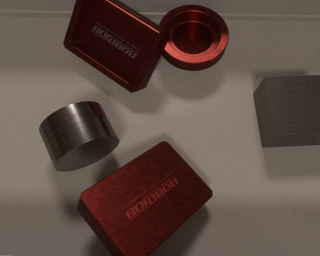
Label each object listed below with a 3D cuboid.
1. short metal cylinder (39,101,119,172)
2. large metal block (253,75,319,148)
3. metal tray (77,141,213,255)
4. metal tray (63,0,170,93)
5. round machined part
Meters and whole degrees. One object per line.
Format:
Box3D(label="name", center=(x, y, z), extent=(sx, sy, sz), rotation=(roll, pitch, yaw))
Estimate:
Box3D(label="short metal cylinder", center=(-0.097, 0.011, 0.375), extent=(0.080, 0.080, 0.050), rotation=(-26, 73, -10))
Box3D(label="large metal block", center=(0.175, -0.021, 0.406), extent=(0.081, 0.050, 0.080), rotation=(-2, 70, -1))
Box3D(label="metal tray", center=(-0.014, 0.081, 0.350), extent=(0.131, 0.030, 0.090), rotation=(-31, 71, -36))
Box3D(label="metal tray", center=(-0.062, -0.119, 0.420), extent=(0.130, 0.089, 0.030), rotation=(35, 29, 11))
Box3D(label="round machined part", center=(0.046, -0.125, 0.447), extent=(0.099, 0.042, 0.098), rotation=(0, 70, -1))
